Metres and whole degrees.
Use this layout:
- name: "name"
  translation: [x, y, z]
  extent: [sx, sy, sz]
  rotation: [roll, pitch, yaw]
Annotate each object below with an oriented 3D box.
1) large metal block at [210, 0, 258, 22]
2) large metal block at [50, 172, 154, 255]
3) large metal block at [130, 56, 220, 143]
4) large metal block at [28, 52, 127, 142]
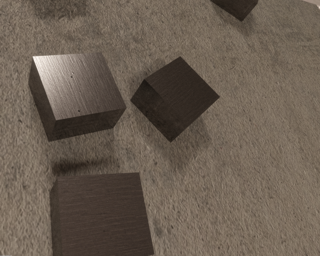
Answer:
- name: "large metal block"
  translation: [0.161, -0.284, 0.651]
  extent: [0.080, 0.050, 0.080]
  rotation: [30, 52, -9]
- name: "large metal block"
  translation: [-0.059, 0.091, 0.301]
  extent: [0.081, 0.050, 0.080]
  rotation: [1, 61, -28]
- name: "large metal block"
  translation: [0.021, -0.040, 0.426]
  extent: [0.080, 0.050, 0.080]
  rotation: [47, 51, 4]
- name: "large metal block"
  translation: [-0.097, -0.038, 0.359]
  extent: [0.081, 0.050, 0.080]
  rotation: [-13, 69, -34]
